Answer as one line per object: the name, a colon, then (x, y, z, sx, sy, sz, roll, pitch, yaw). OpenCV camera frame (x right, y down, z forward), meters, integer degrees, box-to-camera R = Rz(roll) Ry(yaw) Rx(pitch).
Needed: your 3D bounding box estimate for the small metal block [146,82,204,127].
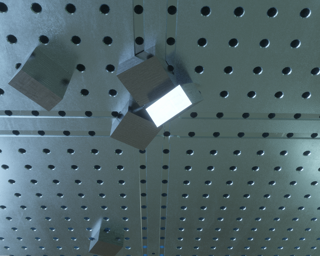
small metal block: (0.019, -0.028, 0.368, 0.050, 0.050, 0.025, -34, 86, 25)

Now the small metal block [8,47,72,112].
small metal block: (-0.132, -0.055, 0.347, 0.025, 0.050, 0.050, -35, 122, 26)

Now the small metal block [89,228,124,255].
small metal block: (-0.104, 0.225, 0.602, 0.050, 0.025, 0.050, 22, 127, -18)

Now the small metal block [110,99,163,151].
small metal block: (-0.031, -0.003, 0.409, 0.050, 0.025, 0.050, 25, 126, -20)

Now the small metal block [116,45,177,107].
small metal block: (-0.014, -0.060, 0.361, 0.050, 0.025, 0.050, -24, 127, 18)
